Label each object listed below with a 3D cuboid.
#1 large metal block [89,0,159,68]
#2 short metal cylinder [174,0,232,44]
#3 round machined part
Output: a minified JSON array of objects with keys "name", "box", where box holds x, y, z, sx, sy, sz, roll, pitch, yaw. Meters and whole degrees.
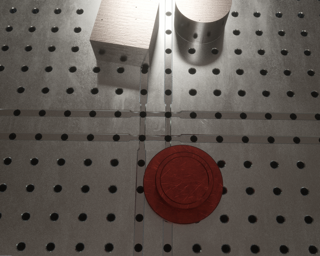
[{"name":"large metal block","box":[-0.048,-0.140,0.449,0.080,0.050,0.080,10,70,3]},{"name":"short metal cylinder","box":[0.062,-0.174,0.463,0.081,0.050,0.080,0,70,0]},{"name":"round machined part","box":[0.028,0.067,0.379,0.099,0.042,0.098,0,70,-1]}]
